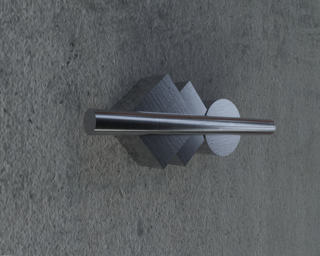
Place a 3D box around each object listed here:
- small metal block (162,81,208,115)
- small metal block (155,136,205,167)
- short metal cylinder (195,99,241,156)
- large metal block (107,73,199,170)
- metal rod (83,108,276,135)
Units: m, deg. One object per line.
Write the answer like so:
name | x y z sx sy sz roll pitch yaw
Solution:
small metal block | 0.027 -0.033 0.413 0.025 0.050 0.050 -50 120 -28
small metal block | 0.023 0.022 0.410 0.050 0.050 0.025 -50 120 -28
short metal cylinder | 0.073 -0.001 0.450 0.081 0.050 0.080 0 90 -40
large metal block | -0.009 -0.008 0.380 0.080 0.050 0.080 -50 119 -28
metal rod | 0.051 -0.003 0.381 0.302 0.025 0.025 1 90 -40
